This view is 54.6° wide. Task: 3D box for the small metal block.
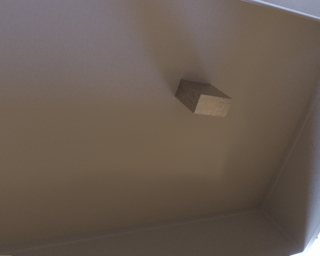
[{"bbox_3d":[0.055,-0.039,0.398,0.050,0.050,0.025,4,116,-31],"label":"small metal block"}]
